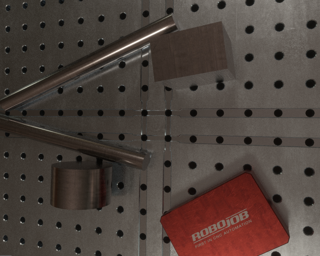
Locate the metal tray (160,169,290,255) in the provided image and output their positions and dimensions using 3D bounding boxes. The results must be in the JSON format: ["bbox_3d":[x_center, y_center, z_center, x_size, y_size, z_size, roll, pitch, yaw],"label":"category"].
[{"bbox_3d":[0.077,0.120,0.382,0.130,0.030,0.090,-32,80,16],"label":"metal tray"}]

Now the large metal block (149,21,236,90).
[{"bbox_3d":[0.042,-0.081,0.368,0.080,0.080,0.050,-7,88,19],"label":"large metal block"}]

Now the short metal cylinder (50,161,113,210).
[{"bbox_3d":[-0.105,0.075,0.419,0.080,0.080,0.050,3,91,19],"label":"short metal cylinder"}]

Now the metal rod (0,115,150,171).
[{"bbox_3d":[-0.158,0.014,0.466,0.301,0.025,0.025,13,94,19],"label":"metal rod"}]

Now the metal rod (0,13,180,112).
[{"bbox_3d":[-0.113,-0.088,0.450,0.300,0.025,0.025,-21,83,18],"label":"metal rod"}]
